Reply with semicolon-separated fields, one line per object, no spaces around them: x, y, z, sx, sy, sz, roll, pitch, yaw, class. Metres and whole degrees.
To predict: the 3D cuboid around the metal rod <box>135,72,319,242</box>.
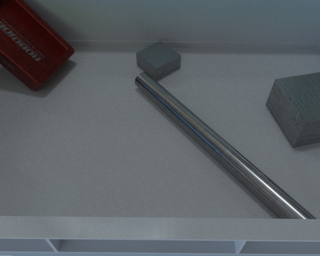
0.065;0.017;0.391;0.025;0.025;0.300;-31;57;-24;metal rod

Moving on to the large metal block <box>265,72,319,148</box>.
0.202;-0.026;0.414;0.081;0.050;0.080;-10;51;-9;large metal block

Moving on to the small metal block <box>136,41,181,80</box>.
-0.002;-0.108;0.496;0.050;0.025;0.050;-33;58;-25;small metal block

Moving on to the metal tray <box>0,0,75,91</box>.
-0.205;-0.130;0.456;0.130;0.030;0.090;44;51;-20;metal tray
